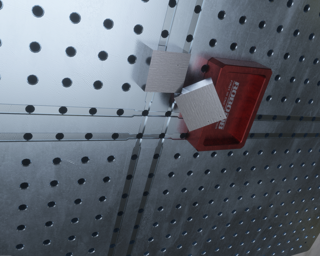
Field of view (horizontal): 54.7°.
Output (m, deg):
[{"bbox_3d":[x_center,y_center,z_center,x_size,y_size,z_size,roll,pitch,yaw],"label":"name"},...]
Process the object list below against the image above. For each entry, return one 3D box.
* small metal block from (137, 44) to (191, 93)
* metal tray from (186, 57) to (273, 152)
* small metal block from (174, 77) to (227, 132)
[{"bbox_3d":[0.004,-0.070,0.371,0.050,0.025,0.050,-1,119,-28],"label":"small metal block"},{"bbox_3d":[0.097,-0.030,0.444,0.091,0.030,0.129,-1,119,-28],"label":"metal tray"},{"bbox_3d":[0.051,-0.030,0.394,0.050,0.025,0.050,-21,112,13],"label":"small metal block"}]
